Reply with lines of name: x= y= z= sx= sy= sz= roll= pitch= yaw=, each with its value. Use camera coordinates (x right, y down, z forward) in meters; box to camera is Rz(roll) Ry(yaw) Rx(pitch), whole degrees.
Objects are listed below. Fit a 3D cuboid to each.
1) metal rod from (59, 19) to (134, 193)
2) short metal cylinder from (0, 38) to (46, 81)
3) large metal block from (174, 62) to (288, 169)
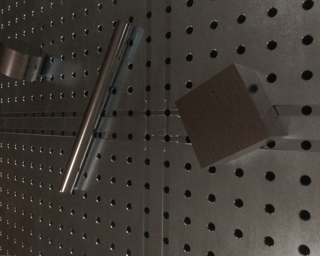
metal rod: x=-0.107 y=-0.023 z=0.494 sx=0.025 sy=0.025 sz=0.298 roll=37 pitch=112 yaw=33
short metal cylinder: x=-0.264 y=-0.130 z=0.588 sx=0.080 sy=0.081 sz=0.050 roll=40 pitch=114 yaw=32
large metal block: x=0.074 y=-0.011 z=0.331 sx=0.080 sy=0.050 sz=0.080 roll=-32 pitch=70 yaw=35
